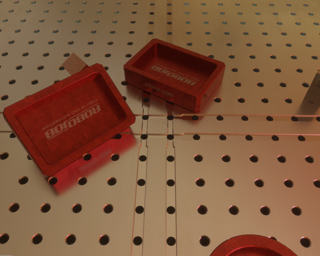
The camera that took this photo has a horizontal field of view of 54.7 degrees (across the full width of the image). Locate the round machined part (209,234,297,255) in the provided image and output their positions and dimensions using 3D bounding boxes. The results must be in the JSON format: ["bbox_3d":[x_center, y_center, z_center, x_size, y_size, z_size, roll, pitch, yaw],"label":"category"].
[{"bbox_3d":[0.083,0.149,0.272,0.099,0.042,0.098,0,50,0],"label":"round machined part"}]

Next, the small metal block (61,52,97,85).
[{"bbox_3d":[-0.106,-0.076,0.445,0.025,0.050,0.050,-48,47,0],"label":"small metal block"}]

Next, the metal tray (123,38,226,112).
[{"bbox_3d":[0.022,-0.085,0.475,0.130,0.030,0.090,25,54,19],"label":"metal tray"}]

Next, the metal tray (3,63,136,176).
[{"bbox_3d":[-0.107,-0.012,0.382,0.131,0.030,0.090,-34,95,-25],"label":"metal tray"}]

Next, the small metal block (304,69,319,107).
[{"bbox_3d":[0.241,-0.068,0.450,0.025,0.050,0.050,34,58,25],"label":"small metal block"}]
